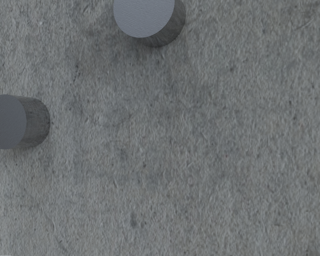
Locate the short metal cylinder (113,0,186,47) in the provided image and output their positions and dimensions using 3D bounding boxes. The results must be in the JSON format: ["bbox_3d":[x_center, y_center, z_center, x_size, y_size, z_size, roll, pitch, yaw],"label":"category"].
[{"bbox_3d":[-0.012,-0.150,0.399,0.080,0.050,0.079,0,90,19],"label":"short metal cylinder"}]

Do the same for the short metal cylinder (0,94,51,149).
[{"bbox_3d":[-0.216,-0.009,0.470,0.080,0.050,0.079,0,90,19],"label":"short metal cylinder"}]
